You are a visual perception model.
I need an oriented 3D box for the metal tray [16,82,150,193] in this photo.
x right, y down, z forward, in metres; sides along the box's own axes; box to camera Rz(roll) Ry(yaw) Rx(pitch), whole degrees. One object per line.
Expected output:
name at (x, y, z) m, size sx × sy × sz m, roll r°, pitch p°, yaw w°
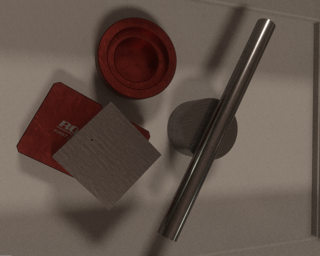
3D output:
metal tray at (-0.089, 0.015, 0.376) m, size 0.131 × 0.030 × 0.090 m, roll 30°, pitch 80°, yaw -18°

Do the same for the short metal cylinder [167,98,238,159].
short metal cylinder at (0.057, 0.001, 0.419) m, size 0.081 × 0.050 × 0.079 m, roll 0°, pitch 90°, yaw -21°

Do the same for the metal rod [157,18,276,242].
metal rod at (0.075, -0.005, 0.386) m, size 0.025 × 0.025 × 0.299 m, roll 30°, pitch 80°, yaw -18°

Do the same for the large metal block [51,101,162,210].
large metal block at (-0.060, 0.028, 0.343) m, size 0.080 × 0.050 × 0.080 m, roll -46°, pitch 105°, yaw -14°

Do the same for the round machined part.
round machined part at (-0.032, -0.084, 0.390) m, size 0.099 × 0.042 × 0.097 m, roll 0°, pitch 90°, yaw -21°
